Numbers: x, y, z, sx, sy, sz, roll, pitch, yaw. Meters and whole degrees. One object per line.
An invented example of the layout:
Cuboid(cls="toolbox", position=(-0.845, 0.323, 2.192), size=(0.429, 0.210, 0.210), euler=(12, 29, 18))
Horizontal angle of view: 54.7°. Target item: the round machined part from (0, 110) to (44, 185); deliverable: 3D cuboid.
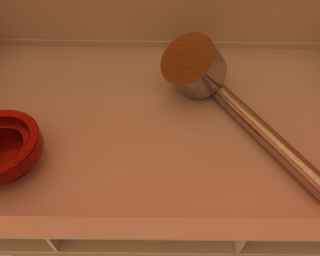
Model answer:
Cuboid(cls="round machined part", position=(-0.189, 0.028, 0.368), size=(0.099, 0.042, 0.098), euler=(0, 50, 0))

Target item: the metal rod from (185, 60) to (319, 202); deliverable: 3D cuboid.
Cuboid(cls="metal rod", position=(0.111, -0.022, 0.424), size=(0.025, 0.025, 0.300), euler=(-25, 55, -20))

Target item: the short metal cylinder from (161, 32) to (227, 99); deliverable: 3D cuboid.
Cuboid(cls="short metal cylinder", position=(0.048, -0.087, 0.438), size=(0.080, 0.050, 0.080), euler=(-10, 68, 27))
